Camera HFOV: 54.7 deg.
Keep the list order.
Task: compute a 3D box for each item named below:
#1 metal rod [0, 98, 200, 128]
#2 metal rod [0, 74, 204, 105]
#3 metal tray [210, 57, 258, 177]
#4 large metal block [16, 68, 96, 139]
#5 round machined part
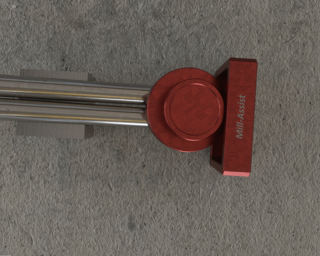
[{"bbox_3d":[-0.066,-0.015,0.365,0.302,0.025,0.025,3,90,-13],"label":"metal rod"},{"bbox_3d":[-0.064,-0.042,0.365,0.302,0.025,0.025,2,90,-13],"label":"metal rod"},{"bbox_3d":[0.087,-0.012,0.379,0.030,0.090,0.129,4,90,0],"label":"metal tray"},{"bbox_3d":[-0.128,-0.029,0.393,0.081,0.050,0.079,3,90,-1],"label":"large metal block"},{"bbox_3d":[0.034,-0.021,0.354,0.099,0.042,0.097,0,92,-11],"label":"round machined part"}]
